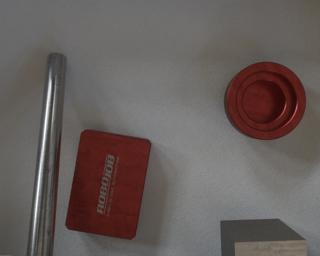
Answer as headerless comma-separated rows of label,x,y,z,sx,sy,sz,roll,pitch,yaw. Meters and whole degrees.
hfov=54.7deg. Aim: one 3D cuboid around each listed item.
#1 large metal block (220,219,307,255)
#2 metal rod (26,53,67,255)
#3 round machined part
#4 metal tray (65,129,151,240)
large metal block,0.124,0.151,0.386,0.081,0.080,0.050,-2,90,-1
metal rod,-0.127,0.044,0.350,0.025,0.025,0.299,-4,66,0
round machined part,0.132,-0.034,0.405,0.099,0.042,0.097,0,90,-1
metal tray,-0.066,0.072,0.408,0.091,0.030,0.129,10,90,-1
